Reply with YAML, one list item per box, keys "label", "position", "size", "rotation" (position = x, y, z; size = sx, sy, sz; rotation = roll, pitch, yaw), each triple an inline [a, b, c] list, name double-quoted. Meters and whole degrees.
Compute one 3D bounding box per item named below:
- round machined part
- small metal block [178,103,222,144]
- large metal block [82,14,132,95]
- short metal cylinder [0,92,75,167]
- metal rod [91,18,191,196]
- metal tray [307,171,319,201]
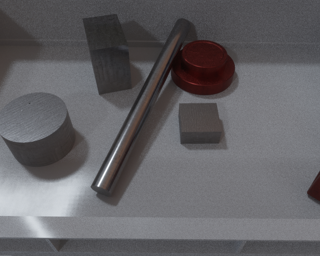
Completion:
- label: "round machined part"
  position: [0.067, -0.099, 0.478]
  size: [0.099, 0.042, 0.098]
  rotation: [0, 50, 0]
- label: "small metal block"
  position: [0.052, -0.006, 0.411]
  size: [0.050, 0.025, 0.050]
  rotation: [-1, 50, -1]
- label: "large metal block"
  position: [-0.078, -0.109, 0.460]
  size: [0.050, 0.080, 0.080]
  rotation: [-12, 51, -10]
- label: "short metal cylinder"
  position: [-0.151, 0.001, 0.386]
  size: [0.081, 0.050, 0.080]
  rotation: [0, 50, 0]
- label: "metal rod"
  position: [-0.014, -0.048, 0.422]
  size: [0.025, 0.025, 0.300]
  rotation: [16, 58, 13]
- label: "metal tray"
  position: [0.221, 0.019, 0.349]
  size: [0.030, 0.089, 0.131]
  rotation: [33, 57, 24]
